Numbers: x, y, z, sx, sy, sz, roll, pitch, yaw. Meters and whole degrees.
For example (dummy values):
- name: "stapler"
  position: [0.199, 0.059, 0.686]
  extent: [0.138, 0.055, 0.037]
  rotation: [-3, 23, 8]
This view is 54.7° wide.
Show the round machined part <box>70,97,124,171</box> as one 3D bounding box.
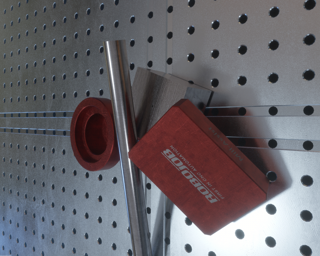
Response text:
- name: "round machined part"
  position: [-0.077, 0.008, 0.422]
  extent: [0.098, 0.042, 0.097]
  rotation: [1, 91, 43]

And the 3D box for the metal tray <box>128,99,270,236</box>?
- name: "metal tray"
  position: [0.040, 0.044, 0.336]
  extent: [0.130, 0.030, 0.090]
  rotation: [45, 121, 2]

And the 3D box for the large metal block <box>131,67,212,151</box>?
- name: "large metal block"
  position: [0.005, -0.023, 0.384]
  extent: [0.080, 0.050, 0.079]
  rotation: [29, 108, 36]

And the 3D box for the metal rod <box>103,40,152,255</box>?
- name: "metal rod"
  position: [-0.036, 0.046, 0.382]
  extent: [0.025, 0.025, 0.298]
  rotation: [8, 111, 39]

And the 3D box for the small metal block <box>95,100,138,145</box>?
- name: "small metal block"
  position: [-0.065, -0.007, 0.459]
  extent: [0.050, 0.025, 0.050]
  rotation: [-28, 73, 36]
